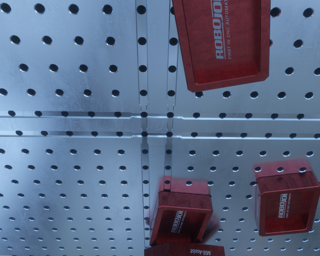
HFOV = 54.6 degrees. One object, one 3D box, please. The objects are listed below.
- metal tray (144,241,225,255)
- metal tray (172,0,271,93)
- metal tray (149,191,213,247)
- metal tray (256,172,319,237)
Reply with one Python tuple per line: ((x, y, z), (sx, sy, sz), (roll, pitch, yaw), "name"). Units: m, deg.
((0.047, 0.241, 0.583), (0.131, 0.030, 0.090), (19, 143, -30), "metal tray")
((0.064, -0.104, 0.320), (0.090, 0.030, 0.129), (-9, 130, 7), "metal tray")
((0.034, 0.168, 0.550), (0.091, 0.030, 0.129), (6, 130, -6), "metal tray")
((0.211, 0.132, 0.521), (0.090, 0.030, 0.129), (-8, 130, 6), "metal tray")
